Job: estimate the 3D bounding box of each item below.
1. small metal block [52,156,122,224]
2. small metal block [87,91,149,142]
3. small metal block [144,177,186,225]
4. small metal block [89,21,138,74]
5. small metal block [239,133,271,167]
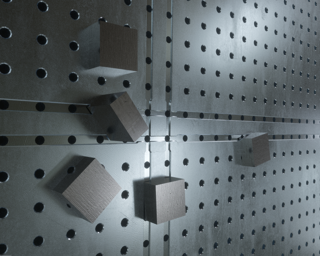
[{"bbox_3d":[-0.079,0.067,0.342,0.050,0.025,0.050,-50,119,-28],"label":"small metal block"},{"bbox_3d":[-0.048,-0.012,0.352,0.025,0.050,0.050,-45,117,-30],"label":"small metal block"},{"bbox_3d":[0.007,0.095,0.414,0.050,0.025,0.050,-4,93,-40],"label":"small metal block"},{"bbox_3d":[-0.054,-0.092,0.363,0.050,0.025,0.050,0,90,-40],"label":"small metal block"},{"bbox_3d":[0.169,0.037,0.549,0.050,0.025,0.050,-14,99,-39],"label":"small metal block"}]
